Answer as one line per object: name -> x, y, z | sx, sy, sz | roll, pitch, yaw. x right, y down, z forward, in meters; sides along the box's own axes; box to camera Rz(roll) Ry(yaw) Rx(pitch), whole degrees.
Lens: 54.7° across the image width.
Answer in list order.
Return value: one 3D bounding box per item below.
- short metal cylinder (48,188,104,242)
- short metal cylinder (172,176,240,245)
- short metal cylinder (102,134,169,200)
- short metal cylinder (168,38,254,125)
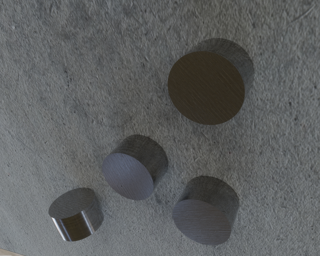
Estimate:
short metal cylinder -> -0.145, 0.149, 0.540 | 0.080, 0.080, 0.050 | -1, 118, 29
short metal cylinder -> 0.064, 0.113, 0.427 | 0.080, 0.050, 0.079 | 13, 124, 21
short metal cylinder -> -0.035, 0.056, 0.444 | 0.080, 0.050, 0.079 | 13, 124, 21
short metal cylinder -> 0.055, -0.050, 0.331 | 0.080, 0.050, 0.079 | 13, 124, 21
